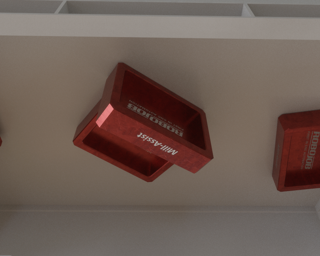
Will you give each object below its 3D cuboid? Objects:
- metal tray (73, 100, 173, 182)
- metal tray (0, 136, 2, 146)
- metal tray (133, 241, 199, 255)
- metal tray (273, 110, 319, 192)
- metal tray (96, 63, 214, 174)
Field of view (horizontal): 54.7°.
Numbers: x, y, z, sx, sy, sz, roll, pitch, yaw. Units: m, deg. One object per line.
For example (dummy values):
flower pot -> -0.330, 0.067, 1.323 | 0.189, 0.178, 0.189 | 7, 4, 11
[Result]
metal tray -> -0.037, 0.015, 0.418 | 0.131, 0.030, 0.090 | 32, 123, -24
metal tray -> -0.252, 0.023, 0.356 | 0.030, 0.130, 0.089 | 15, 132, 15
metal tray -> 0.016, 0.277, 0.643 | 0.131, 0.030, 0.090 | -8, 130, 6
metal tray -> 0.212, 0.035, 0.436 | 0.090, 0.030, 0.129 | -7, 130, 6
metal tray -> -0.002, -0.012, 0.355 | 0.131, 0.090, 0.030 | 28, 125, -22
